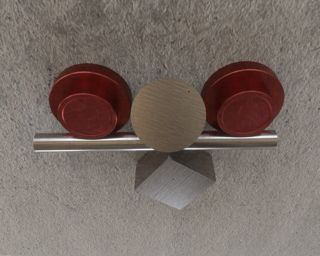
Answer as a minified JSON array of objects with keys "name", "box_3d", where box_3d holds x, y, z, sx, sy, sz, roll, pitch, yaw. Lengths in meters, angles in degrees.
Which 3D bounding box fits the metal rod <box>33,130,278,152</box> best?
[{"name":"metal rod","box_3d":[-0.006,0.017,0.395,0.302,0.025,0.025,-1,130,0]}]

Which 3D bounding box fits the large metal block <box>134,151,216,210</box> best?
[{"name":"large metal block","box_3d":[0.020,0.064,0.444,0.080,0.050,0.080,28,125,-22]}]

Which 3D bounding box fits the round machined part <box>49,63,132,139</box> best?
[{"name":"round machined part","box_3d":[-0.084,-0.025,0.375,0.099,0.042,0.097,0,130,0]}]

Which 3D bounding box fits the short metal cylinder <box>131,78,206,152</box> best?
[{"name":"short metal cylinder","box_3d":[0.009,-0.015,0.355,0.080,0.050,0.079,0,95,0]}]

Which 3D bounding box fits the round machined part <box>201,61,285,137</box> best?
[{"name":"round machined part","box_3d":[0.101,-0.028,0.375,0.099,0.042,0.097,0,130,0]}]
